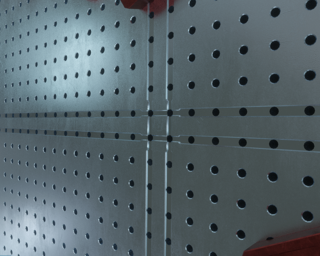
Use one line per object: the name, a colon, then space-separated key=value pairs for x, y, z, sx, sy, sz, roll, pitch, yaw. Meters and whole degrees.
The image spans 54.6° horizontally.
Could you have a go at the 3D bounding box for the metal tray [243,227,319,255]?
metal tray: x=0.144 y=0.167 z=0.287 sx=0.090 sy=0.030 sz=0.130 roll=-32 pitch=70 yaw=35

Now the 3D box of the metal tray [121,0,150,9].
metal tray: x=-0.039 y=-0.240 z=0.414 sx=0.090 sy=0.030 sz=0.130 roll=-29 pitch=90 yaw=36
